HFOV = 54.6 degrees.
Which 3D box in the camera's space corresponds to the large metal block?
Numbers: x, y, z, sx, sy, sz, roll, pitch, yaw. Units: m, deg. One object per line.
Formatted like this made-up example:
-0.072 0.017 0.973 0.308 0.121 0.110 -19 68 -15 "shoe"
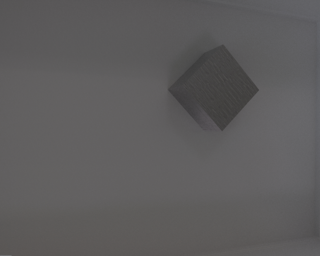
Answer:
0.072 -0.052 0.423 0.080 0.050 0.080 -46 104 -14 "large metal block"
